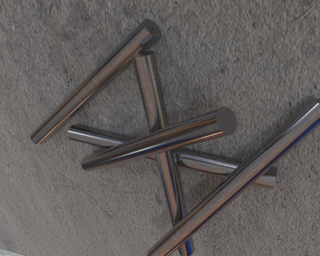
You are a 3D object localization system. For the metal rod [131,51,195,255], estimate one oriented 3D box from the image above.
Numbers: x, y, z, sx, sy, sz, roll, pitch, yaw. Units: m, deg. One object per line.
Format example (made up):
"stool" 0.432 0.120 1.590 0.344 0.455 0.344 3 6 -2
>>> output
"metal rod" 0.011 0.051 0.399 0.025 0.025 0.298 2 119 27

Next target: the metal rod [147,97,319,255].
"metal rod" 0.077 0.080 0.375 0.025 0.025 0.298 40 117 1

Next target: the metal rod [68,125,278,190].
"metal rod" 0.002 0.035 0.427 0.301 0.025 0.025 11 123 22

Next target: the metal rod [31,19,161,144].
"metal rod" -0.108 -0.047 0.434 0.299 0.025 0.025 -33 100 38

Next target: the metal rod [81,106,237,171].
"metal rod" -0.029 0.026 0.380 0.299 0.025 0.025 -21 108 52
